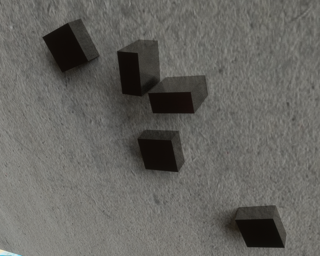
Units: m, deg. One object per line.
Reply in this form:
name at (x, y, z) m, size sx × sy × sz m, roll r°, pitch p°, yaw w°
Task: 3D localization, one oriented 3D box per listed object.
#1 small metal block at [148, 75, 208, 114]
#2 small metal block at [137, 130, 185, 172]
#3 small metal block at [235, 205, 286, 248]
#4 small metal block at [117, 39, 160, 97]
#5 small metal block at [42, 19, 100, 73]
small metal block at (0.022, -0.039, 0.354) m, size 0.050 × 0.050 × 0.025 m, roll 2°, pitch 119°, yaw 27°
small metal block at (0.002, 0.031, 0.423) m, size 0.050 × 0.025 × 0.050 m, roll 2°, pitch 119°, yaw 27°
small metal block at (0.136, 0.133, 0.417) m, size 0.050 × 0.025 × 0.050 m, roll -13°, pitch 112°, yaw 33°
small metal block at (-0.023, -0.070, 0.358) m, size 0.025 × 0.050 × 0.050 m, roll 10°, pitch 123°, yaw 22°
small metal block at (-0.115, -0.106, 0.400) m, size 0.050 × 0.025 × 0.050 m, roll -13°, pitch 112°, yaw 33°
